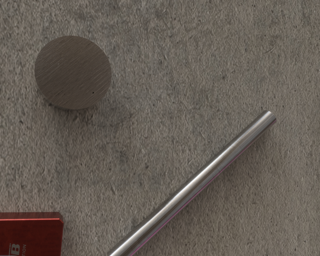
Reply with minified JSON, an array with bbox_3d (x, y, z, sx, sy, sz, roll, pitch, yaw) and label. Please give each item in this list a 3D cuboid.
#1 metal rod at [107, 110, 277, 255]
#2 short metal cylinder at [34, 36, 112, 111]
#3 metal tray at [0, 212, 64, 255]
[{"bbox_3d":[0.054,0.074,0.428,0.301,0.025,0.025,-39,103,-16],"label":"metal rod"},{"bbox_3d":[-0.101,-0.060,0.358,0.081,0.050,0.079,0,90,-20],"label":"short metal cylinder"},{"bbox_3d":[-0.162,0.163,0.347,0.091,0.030,0.129,5,88,-20],"label":"metal tray"}]
